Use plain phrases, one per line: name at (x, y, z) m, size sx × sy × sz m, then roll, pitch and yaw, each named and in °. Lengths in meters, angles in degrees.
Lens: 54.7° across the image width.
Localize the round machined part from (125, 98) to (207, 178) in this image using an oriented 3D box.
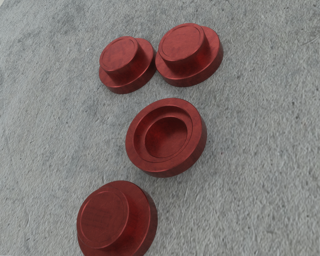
round machined part at (0.011, 0.015, 0.378) m, size 0.098 × 0.042 × 0.098 m, roll -13°, pitch 56°, yaw 21°

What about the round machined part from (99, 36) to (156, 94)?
round machined part at (-0.055, -0.105, 0.487) m, size 0.098 × 0.042 × 0.098 m, roll -13°, pitch 56°, yaw 21°

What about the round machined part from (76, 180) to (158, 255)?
round machined part at (-0.056, 0.107, 0.357) m, size 0.098 × 0.042 × 0.098 m, roll -13°, pitch 56°, yaw 21°

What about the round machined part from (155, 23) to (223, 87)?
round machined part at (0.037, -0.110, 0.441) m, size 0.098 × 0.042 × 0.098 m, roll -13°, pitch 56°, yaw 21°
